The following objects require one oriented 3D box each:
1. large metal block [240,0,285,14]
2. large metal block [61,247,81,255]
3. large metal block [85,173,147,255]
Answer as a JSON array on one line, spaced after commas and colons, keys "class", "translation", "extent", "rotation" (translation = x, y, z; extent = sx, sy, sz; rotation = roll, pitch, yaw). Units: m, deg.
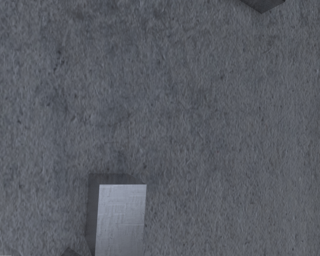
[{"class": "large metal block", "translation": [0.146, -0.229, 0.451], "extent": [0.080, 0.050, 0.080], "rotation": [23, 82, -19]}, {"class": "large metal block", "translation": [-0.106, 0.193, 0.341], "extent": [0.050, 0.080, 0.080], "rotation": [42, 77, -16]}, {"class": "large metal block", "translation": [-0.054, 0.099, 0.361], "extent": [0.050, 0.080, 0.079], "rotation": [4, 89, -20]}]
